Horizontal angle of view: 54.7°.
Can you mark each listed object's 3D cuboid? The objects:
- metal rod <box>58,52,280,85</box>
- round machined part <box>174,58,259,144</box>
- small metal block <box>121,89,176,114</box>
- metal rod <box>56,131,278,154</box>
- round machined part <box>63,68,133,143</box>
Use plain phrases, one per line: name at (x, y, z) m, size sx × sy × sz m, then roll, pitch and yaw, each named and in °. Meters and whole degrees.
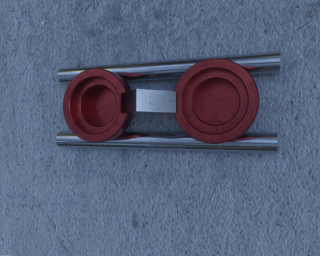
metal rod at (-0.002, -0.076, 0.410) m, size 0.301 × 0.025 × 0.025 m, roll 0°, pitch 90°, yaw 19°
round machined part at (0.068, -0.031, 0.371) m, size 0.098 × 0.042 × 0.097 m, roll 0°, pitch 90°, yaw 20°
small metal block at (-0.015, -0.030, 0.374) m, size 0.050 × 0.050 × 0.025 m, roll -1°, pitch 89°, yaw 63°
metal rod at (-0.005, 0.017, 0.411) m, size 0.301 × 0.025 × 0.025 m, roll 0°, pitch 90°, yaw 19°
round machined part at (-0.079, -0.030, 0.424) m, size 0.098 × 0.042 × 0.097 m, roll 0°, pitch 90°, yaw 20°
